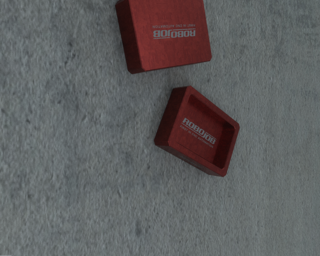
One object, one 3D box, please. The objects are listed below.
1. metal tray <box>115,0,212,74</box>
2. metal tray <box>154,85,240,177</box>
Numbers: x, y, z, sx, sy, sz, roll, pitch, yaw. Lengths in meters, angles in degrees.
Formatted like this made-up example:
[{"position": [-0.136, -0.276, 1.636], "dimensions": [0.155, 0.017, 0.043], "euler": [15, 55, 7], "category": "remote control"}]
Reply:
[{"position": [0.010, -0.126, 0.412], "dimensions": [0.131, 0.030, 0.089], "euler": [-18, 102, -39], "category": "metal tray"}, {"position": [0.059, 0.008, 0.453], "dimensions": [0.130, 0.030, 0.090], "euler": [32, 70, -36], "category": "metal tray"}]
